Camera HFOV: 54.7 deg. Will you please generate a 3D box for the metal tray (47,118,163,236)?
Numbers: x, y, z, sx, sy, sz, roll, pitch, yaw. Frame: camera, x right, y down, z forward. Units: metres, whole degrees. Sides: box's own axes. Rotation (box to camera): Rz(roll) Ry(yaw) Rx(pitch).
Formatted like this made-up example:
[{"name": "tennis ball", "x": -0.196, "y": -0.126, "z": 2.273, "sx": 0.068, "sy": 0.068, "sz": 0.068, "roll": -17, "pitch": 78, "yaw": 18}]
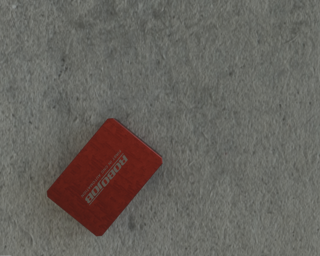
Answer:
[{"name": "metal tray", "x": -0.070, "y": 0.062, "z": 0.407, "sx": 0.090, "sy": 0.030, "sz": 0.130, "roll": 40, "pitch": 90, "yaw": -1}]
